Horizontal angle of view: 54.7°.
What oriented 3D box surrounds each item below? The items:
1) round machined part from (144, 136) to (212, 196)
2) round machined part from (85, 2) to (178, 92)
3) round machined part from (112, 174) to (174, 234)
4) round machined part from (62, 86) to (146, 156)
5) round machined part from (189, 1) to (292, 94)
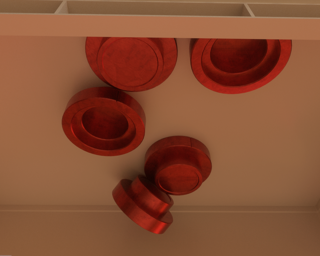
[{"bbox_3d":[0.026,0.061,0.450,0.099,0.042,0.097,0,130,0],"label":"round machined part"},{"bbox_3d":[-0.030,-0.078,0.331,0.099,0.042,0.097,0,130,0],"label":"round machined part"},{"bbox_3d":[-0.019,0.106,0.459,0.098,0.098,0.042,35,95,-27],"label":"round machined part"},{"bbox_3d":[-0.066,-0.012,0.384,0.099,0.042,0.097,1,134,1],"label":"round machined part"},{"bbox_3d":[0.079,-0.085,0.320,0.099,0.042,0.097,0,138,0],"label":"round machined part"}]
